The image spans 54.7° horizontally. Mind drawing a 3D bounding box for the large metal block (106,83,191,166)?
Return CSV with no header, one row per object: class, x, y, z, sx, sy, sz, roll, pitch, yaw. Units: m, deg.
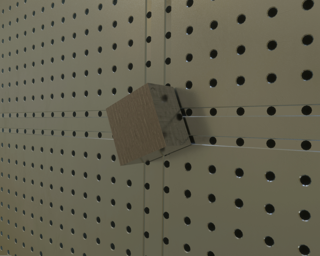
large metal block,-0.017,-0.003,0.401,0.080,0.050,0.080,-26,74,36
